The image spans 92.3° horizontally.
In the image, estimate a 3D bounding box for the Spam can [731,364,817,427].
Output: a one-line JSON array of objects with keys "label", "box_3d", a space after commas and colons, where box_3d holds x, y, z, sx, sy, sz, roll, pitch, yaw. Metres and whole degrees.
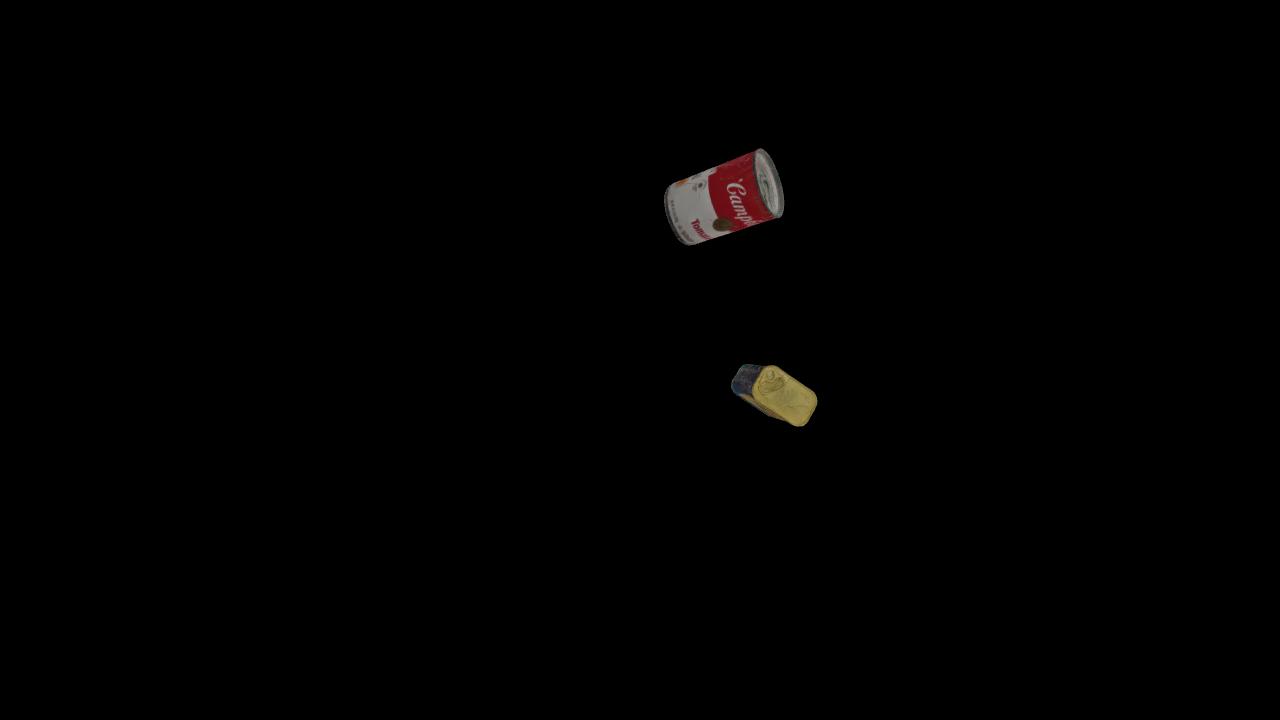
[{"label": "Spam can", "box_3d": [0.195, 0.049, 0.907, 0.101, 0.058, 0.085, 34, -6, -13]}]

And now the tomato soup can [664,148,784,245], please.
[{"label": "tomato soup can", "box_3d": [0.082, -0.159, 0.609, 0.101, 0.068, 0.068, -12, -7, 33]}]
